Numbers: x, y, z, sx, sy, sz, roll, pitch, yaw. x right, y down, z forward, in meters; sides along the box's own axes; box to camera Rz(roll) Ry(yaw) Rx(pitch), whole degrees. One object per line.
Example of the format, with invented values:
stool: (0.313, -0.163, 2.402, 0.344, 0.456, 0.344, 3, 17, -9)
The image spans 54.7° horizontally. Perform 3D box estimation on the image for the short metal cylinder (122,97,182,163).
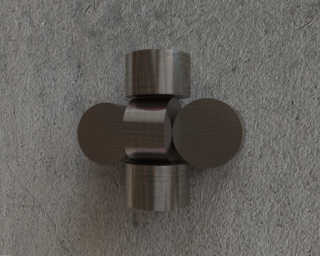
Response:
short metal cylinder: (-0.006, 0.002, 0.383, 0.050, 0.080, 0.080, 1, 90, 20)

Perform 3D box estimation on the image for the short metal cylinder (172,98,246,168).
short metal cylinder: (0.061, 0.006, 0.375, 0.080, 0.050, 0.080, 0, 90, 20)

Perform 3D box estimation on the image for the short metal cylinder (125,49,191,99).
short metal cylinder: (-0.002, -0.063, 0.382, 0.080, 0.080, 0.050, 0, 90, 20)

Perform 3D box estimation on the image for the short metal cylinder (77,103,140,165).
short metal cylinder: (-0.063, 0.007, 0.419, 0.080, 0.050, 0.080, 0, 90, 19)

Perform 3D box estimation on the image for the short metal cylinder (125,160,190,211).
short metal cylinder: (-0.003, 0.067, 0.383, 0.080, 0.080, 0.050, 0, 90, 20)
